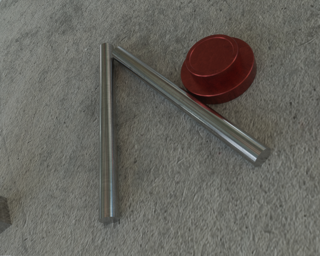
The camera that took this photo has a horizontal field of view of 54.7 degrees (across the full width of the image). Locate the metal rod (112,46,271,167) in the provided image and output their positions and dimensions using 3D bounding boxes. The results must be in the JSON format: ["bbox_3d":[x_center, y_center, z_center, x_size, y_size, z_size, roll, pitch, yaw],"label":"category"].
[{"bbox_3d":[0.020,-0.046,0.420,0.025,0.025,0.300,-46,51,-4],"label":"metal rod"}]

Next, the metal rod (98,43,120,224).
[{"bbox_3d":[-0.076,-0.014,0.450,0.025,0.025,0.299,-19,54,17],"label":"metal rod"}]

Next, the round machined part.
[{"bbox_3d":[0.072,-0.083,0.405,0.098,0.042,0.098,-13,56,20],"label":"round machined part"}]

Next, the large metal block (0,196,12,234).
[{"bbox_3d":[-0.272,0.129,0.430,0.080,0.080,0.050,-38,51,2],"label":"large metal block"}]
